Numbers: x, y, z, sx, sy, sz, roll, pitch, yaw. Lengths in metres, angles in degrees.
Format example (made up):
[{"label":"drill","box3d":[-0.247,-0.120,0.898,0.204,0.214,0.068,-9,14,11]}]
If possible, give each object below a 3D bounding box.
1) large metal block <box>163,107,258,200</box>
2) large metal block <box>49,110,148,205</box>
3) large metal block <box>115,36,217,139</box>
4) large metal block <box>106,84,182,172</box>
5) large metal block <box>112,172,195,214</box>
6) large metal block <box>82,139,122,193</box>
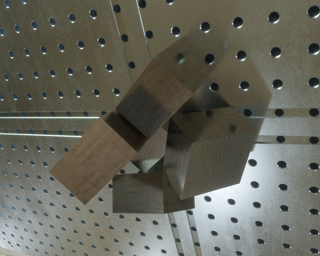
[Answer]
[{"label":"large metal block","box3d":[0.054,0.027,0.355,0.050,0.081,0.079,-127,35,-47]},{"label":"large metal block","box3d":[-0.061,0.026,0.343,0.050,0.080,0.080,44,104,-2]},{"label":"large metal block","box3d":[0.008,-0.046,0.344,0.050,0.080,0.080,43,129,-2]},{"label":"large metal block","box3d":[-0.019,0.000,0.407,0.080,0.050,0.080,43,129,-2]},{"label":"large metal block","box3d":[-0.008,0.088,0.425,0.080,0.080,0.050,-9,78,32]},{"label":"large metal block","box3d":[-0.085,0.038,0.443,0.050,0.080,0.080,44,129,-2]}]
